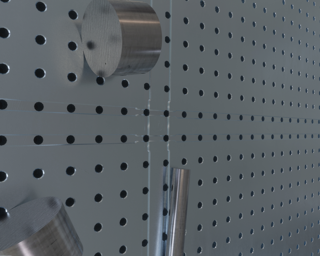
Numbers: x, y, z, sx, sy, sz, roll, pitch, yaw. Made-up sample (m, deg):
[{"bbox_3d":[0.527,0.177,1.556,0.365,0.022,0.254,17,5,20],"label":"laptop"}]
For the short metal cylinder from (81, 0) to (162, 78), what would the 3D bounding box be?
[{"bbox_3d":[-0.043,-0.097,0.337,0.050,0.080,0.079,-14,99,-39],"label":"short metal cylinder"}]

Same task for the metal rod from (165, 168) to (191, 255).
[{"bbox_3d":[0.017,0.205,0.424,0.025,0.025,0.298,9,84,-40],"label":"metal rod"}]

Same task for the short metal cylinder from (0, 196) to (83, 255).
[{"bbox_3d":[-0.117,0.105,0.276,0.081,0.080,0.050,-31,109,-36],"label":"short metal cylinder"}]
